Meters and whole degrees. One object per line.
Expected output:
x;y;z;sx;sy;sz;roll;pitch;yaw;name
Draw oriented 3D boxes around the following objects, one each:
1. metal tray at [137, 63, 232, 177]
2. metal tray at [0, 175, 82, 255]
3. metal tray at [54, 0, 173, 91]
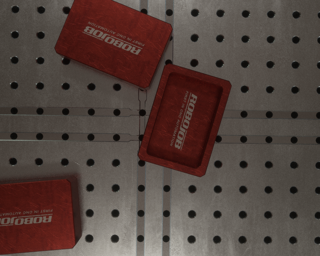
0.032;-0.010;0.411;0.090;0.030;0.129;17;90;-1;metal tray
-0.176;0.114;0.409;0.131;0.030;0.089;-5;90;-1;metal tray
-0.059;-0.115;0.410;0.131;0.030;0.090;22;90;-1;metal tray
